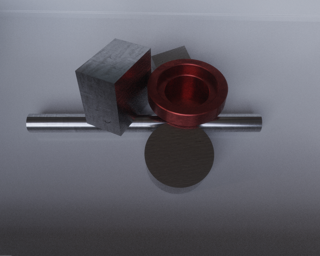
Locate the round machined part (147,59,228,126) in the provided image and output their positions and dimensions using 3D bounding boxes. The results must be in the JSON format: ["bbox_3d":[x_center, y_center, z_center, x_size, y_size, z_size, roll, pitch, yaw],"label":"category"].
[{"bbox_3d":[0.034,-0.040,0.394,0.099,0.042,0.098,0,52,0],"label":"round machined part"}]

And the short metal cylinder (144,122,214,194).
[{"bbox_3d":[0.022,0.037,0.380,0.081,0.050,0.080,0,70,0],"label":"short metal cylinder"}]

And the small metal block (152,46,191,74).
[{"bbox_3d":[0.020,-0.083,0.439,0.050,0.025,0.050,-20,71,-8],"label":"small metal block"}]

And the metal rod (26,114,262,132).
[{"bbox_3d":[-0.019,-0.007,0.409,0.302,0.025,0.025,0,70,-1],"label":"metal rod"}]

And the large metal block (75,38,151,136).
[{"bbox_3d":[-0.052,-0.051,0.381,0.050,0.079,0.080,20,48,18],"label":"large metal block"}]
